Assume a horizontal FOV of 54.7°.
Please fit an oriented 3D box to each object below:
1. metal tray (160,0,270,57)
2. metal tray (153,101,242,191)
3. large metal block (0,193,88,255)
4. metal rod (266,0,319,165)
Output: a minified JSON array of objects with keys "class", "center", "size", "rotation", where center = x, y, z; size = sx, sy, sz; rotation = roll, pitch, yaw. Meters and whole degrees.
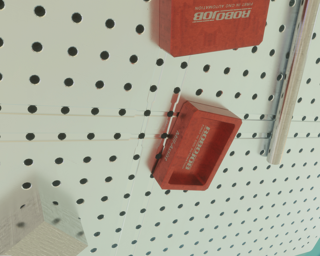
[{"class":"metal tray","center":[0.065,-0.137,0.359],"size":[0.131,0.030,0.089],"rotation":[-13,124,-21]},{"class":"metal tray","center":[0.054,0.031,0.456],"size":[0.091,0.030,0.129],"rotation":[9,114,-33]},{"class":"large metal block","center":[-0.155,0.144,0.400],"size":[0.080,0.050,0.080],"rotation":[-40,130,-1]},{"class":"metal rod","center":[0.204,-0.068,0.480],"size":[0.025,0.025,0.298],"rotation":[-14,124,-21]}]
